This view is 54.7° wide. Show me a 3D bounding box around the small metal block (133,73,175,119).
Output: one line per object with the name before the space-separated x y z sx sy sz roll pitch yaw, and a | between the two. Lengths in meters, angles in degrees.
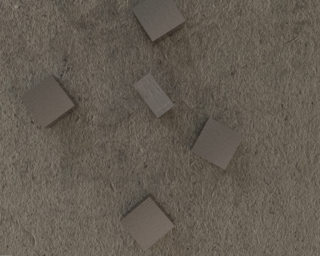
small metal block | -0.008 -0.039 0.397 0.025 0.050 0.050 -37 90 0

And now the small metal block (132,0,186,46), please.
small metal block | -0.002 -0.145 0.410 0.050 0.025 0.050 -32 90 0

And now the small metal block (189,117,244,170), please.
small metal block | 0.074 0.020 0.410 0.050 0.025 0.050 29 90 0

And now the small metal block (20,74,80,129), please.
small metal block | -0.144 -0.034 0.409 0.050 0.025 0.050 -37 90 0

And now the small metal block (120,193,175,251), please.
small metal block | -0.016 0.123 0.410 0.050 0.025 0.050 -40 90 0
